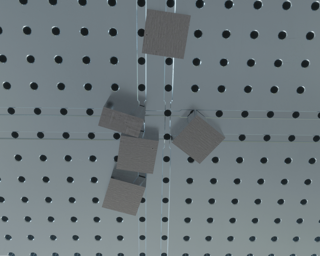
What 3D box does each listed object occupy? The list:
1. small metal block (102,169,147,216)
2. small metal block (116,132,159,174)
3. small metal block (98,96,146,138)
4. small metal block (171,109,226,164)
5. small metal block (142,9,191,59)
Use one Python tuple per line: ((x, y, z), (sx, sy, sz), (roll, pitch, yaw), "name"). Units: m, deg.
((-0.051, 0.093, 0.447), (0.050, 0.025, 0.050), (17, 109, -7), "small metal block")
((-0.030, 0.032, 0.425), (0.050, 0.025, 0.050), (9, 110, -4), "small metal block")
((-0.047, -0.015, 0.394), (0.050, 0.050, 0.025), (17, 109, -7), "small metal block")
((0.051, 0.012, 0.418), (0.050, 0.025, 0.050), (38, 105, -13), "small metal block")
((0.007, -0.113, 0.372), (0.050, 0.025, 0.050), (7, 110, -3), "small metal block")
